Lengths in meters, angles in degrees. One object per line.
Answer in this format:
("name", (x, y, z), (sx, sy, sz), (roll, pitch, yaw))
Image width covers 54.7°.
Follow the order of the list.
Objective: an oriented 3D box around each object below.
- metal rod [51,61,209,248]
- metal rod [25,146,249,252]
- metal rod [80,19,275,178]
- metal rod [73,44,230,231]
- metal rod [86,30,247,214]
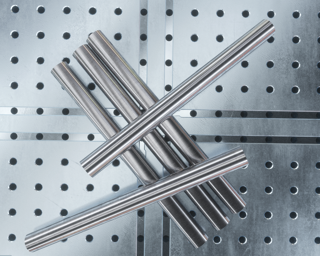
("metal rod", (-0.040, 0.036, 0.413), (0.025, 0.025, 0.300), (-39, 91, 0))
("metal rod", (-0.035, 0.093, 0.392), (0.301, 0.025, 0.025), (-24, 90, 8))
("metal rod", (0.028, -0.043, 0.393), (0.301, 0.025, 0.025), (-38, 90, -8))
("metal rod", (-0.011, 0.013, 0.413), (0.025, 0.025, 0.300), (-39, 91, 0))
("metal rod", (0.009, -0.008, 0.413), (0.025, 0.025, 0.300), (-40, 91, 0))
